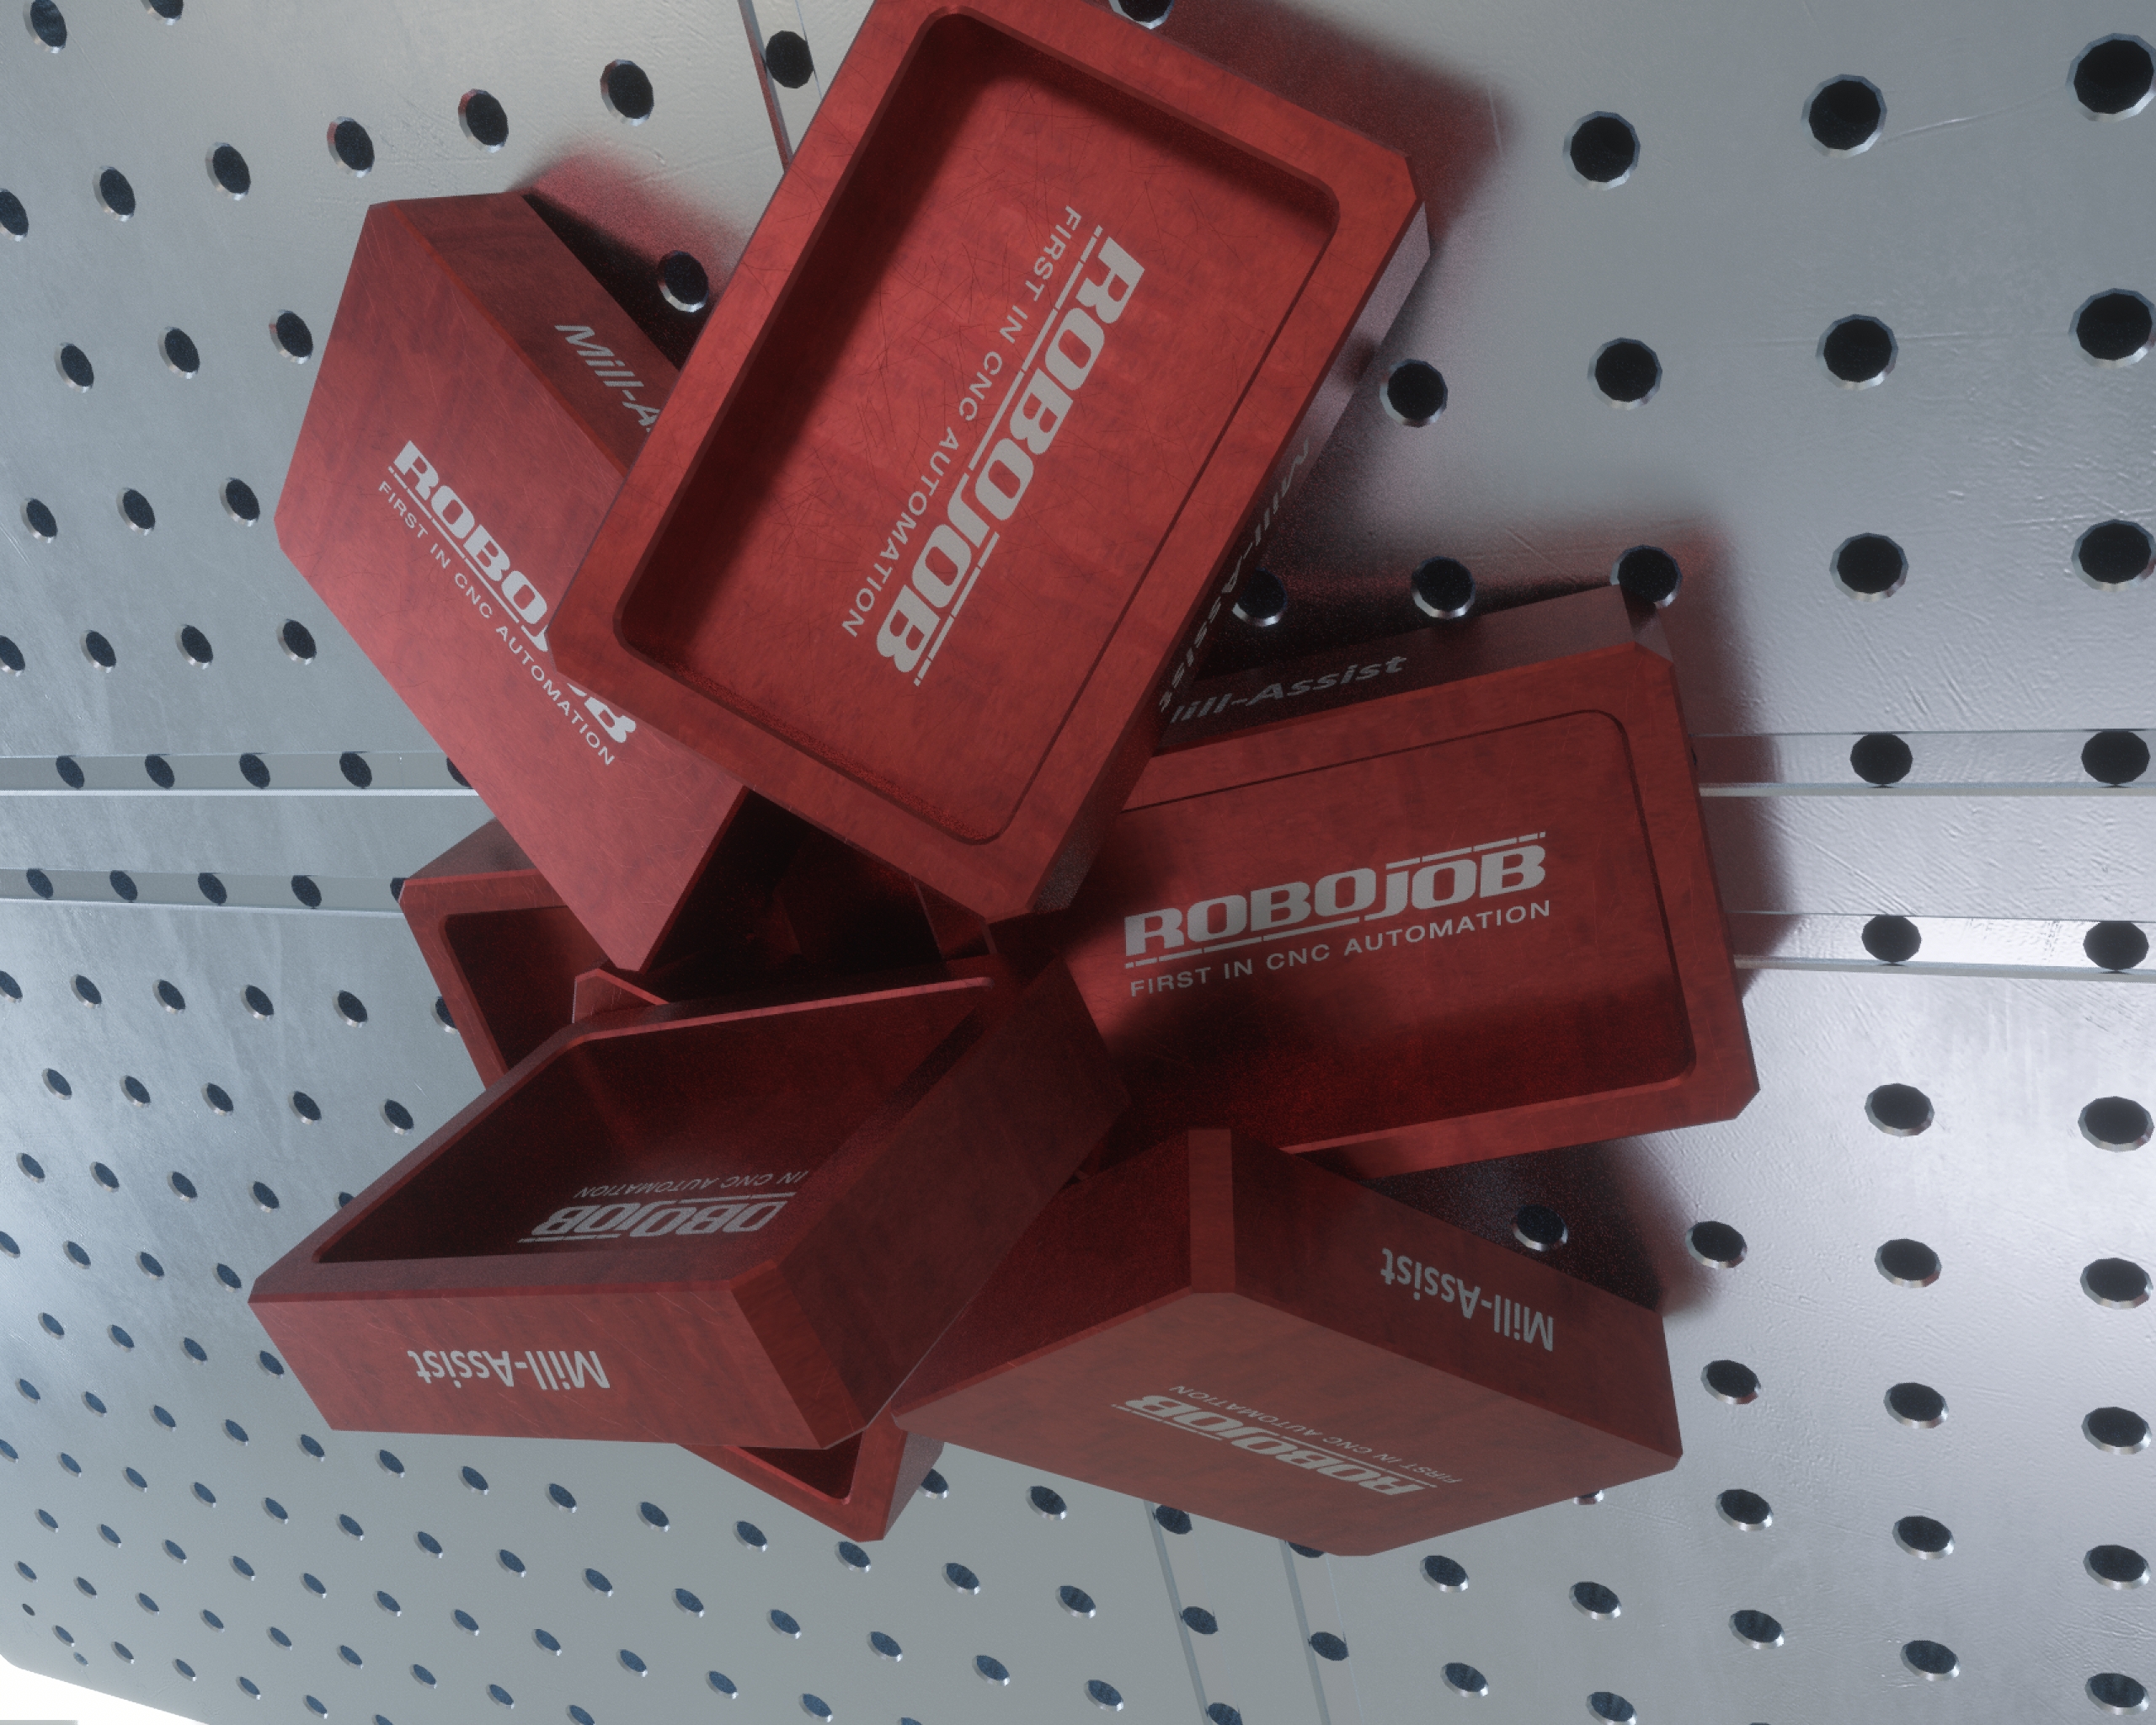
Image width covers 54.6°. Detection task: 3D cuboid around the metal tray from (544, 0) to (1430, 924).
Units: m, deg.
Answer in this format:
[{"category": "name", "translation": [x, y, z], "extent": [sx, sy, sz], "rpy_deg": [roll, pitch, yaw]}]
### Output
[{"category": "metal tray", "translation": [-0.014, -0.066, 0.331], "extent": [0.090, 0.030, 0.130], "rpy_deg": [30, 95, 9]}]

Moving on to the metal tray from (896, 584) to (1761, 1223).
[{"category": "metal tray", "translation": [0.045, 0.011, 0.368], "extent": [0.130, 0.030, 0.090], "rpy_deg": [-12, 113, 14]}]

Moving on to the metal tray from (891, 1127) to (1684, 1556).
[{"category": "metal tray", "translation": [0.041, 0.098, 0.404], "extent": [0.131, 0.030, 0.090], "rpy_deg": [27, 138, -33]}]

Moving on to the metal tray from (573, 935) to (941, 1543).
[{"category": "metal tray", "translation": [-0.066, 0.081, 0.454], "extent": [0.090, 0.030, 0.129], "rpy_deg": [24, 127, 13]}]

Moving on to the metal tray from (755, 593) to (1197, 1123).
[{"category": "metal tray", "translation": [-0.022, 0.006, 0.423], "extent": [0.090, 0.030, 0.129], "rpy_deg": [-6, 114, 28]}]

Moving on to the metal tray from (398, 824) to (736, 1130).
[{"category": "metal tray", "translation": [-0.094, 0.052, 0.491], "extent": [0.090, 0.030, 0.129], "rpy_deg": [-5, 116, 29]}]

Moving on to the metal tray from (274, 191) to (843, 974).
[{"category": "metal tray", "translation": [-0.099, -0.054, 0.406], "extent": [0.130, 0.030, 0.090], "rpy_deg": [48, 131, 14]}]

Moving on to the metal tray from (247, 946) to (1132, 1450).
[{"category": "metal tray", "translation": [-0.067, 0.057, 0.356], "extent": [0.130, 0.090, 0.030], "rpy_deg": [-10, 113, 37]}]
